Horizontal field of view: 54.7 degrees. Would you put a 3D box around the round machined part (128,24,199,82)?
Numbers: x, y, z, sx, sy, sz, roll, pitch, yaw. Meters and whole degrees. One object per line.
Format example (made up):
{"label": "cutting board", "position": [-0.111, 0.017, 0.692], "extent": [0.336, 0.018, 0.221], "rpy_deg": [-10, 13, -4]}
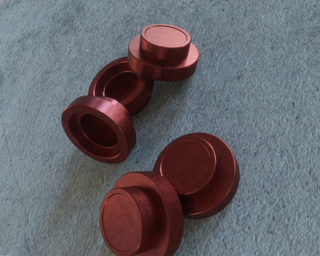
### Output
{"label": "round machined part", "position": [0.006, -0.109, 0.427], "extent": [0.099, 0.042, 0.098], "rpy_deg": [5, 43, -5]}

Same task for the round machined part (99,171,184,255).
{"label": "round machined part", "position": [-0.026, 0.095, 0.323], "extent": [0.098, 0.042, 0.097], "rpy_deg": [-4, 83, 43]}

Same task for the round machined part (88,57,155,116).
{"label": "round machined part", "position": [-0.052, -0.054, 0.452], "extent": [0.098, 0.042, 0.098], "rpy_deg": [-14, 54, 20]}

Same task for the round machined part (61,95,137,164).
{"label": "round machined part", "position": [-0.074, -0.002, 0.403], "extent": [0.098, 0.098, 0.042], "rpy_deg": [2, 40, 29]}

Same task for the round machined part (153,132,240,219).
{"label": "round machined part", "position": [0.035, 0.048, 0.346], "extent": [0.098, 0.042, 0.098], "rpy_deg": [-13, 56, 21]}
